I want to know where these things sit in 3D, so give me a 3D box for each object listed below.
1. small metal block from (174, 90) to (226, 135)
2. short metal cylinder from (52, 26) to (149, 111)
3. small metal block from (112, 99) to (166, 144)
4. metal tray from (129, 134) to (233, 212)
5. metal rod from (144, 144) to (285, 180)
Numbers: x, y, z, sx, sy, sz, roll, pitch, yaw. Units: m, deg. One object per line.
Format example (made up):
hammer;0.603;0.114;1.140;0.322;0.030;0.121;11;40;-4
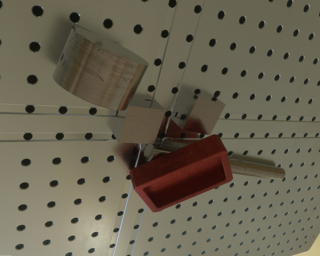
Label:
small metal block;0.055;-0.021;0.431;0.050;0.025;0.050;11;113;-33
short metal cylinder;-0.058;-0.059;0.308;0.081;0.080;0.050;16;110;-35
small metal block;-0.027;-0.008;0.393;0.050;0.025;0.050;5;116;-31
metal tray;0.034;0.068;0.440;0.131;0.030;0.090;-23;140;2
metal rod;0.107;0.061;0.509;0.302;0.025;0.025;13;112;-34
